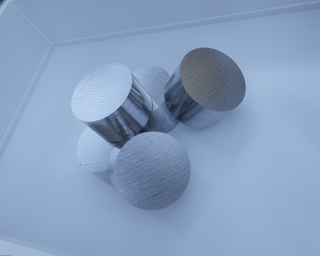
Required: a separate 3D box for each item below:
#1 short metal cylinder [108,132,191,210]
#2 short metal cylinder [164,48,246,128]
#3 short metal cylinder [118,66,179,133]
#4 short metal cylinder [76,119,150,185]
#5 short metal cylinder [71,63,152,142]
[{"bbox_3d":[-0.013,0.044,0.338,0.080,0.080,0.050,-55,12,-11],"label":"short metal cylinder"},{"bbox_3d":[0.051,-0.046,0.361,0.081,0.050,0.080,8,66,-17],"label":"short metal cylinder"},{"bbox_3d":[-0.013,-0.036,0.414,0.080,0.050,0.080,-13,56,20],"label":"short metal cylinder"},{"bbox_3d":[-0.059,0.029,0.400,0.080,0.050,0.080,-13,56,20],"label":"short metal cylinder"},{"bbox_3d":[-0.056,-0.030,0.368,0.080,0.050,0.080,-13,56,20],"label":"short metal cylinder"}]
